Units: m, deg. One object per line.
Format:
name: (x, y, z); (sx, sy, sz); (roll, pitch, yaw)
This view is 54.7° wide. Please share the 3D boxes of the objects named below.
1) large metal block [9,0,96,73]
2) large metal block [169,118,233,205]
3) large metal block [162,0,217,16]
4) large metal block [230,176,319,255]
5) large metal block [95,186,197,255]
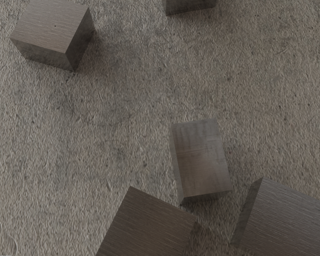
large metal block: (-0.150, -0.136, 0.443); (0.080, 0.050, 0.080); (17, 71, 6)
large metal block: (0.043, 0.043, 0.363); (0.050, 0.080, 0.080); (-8, 70, -3)
large metal block: (0.039, -0.229, 0.479); (0.081, 0.050, 0.080); (-12, 71, -5)
large metal block: (0.137, 0.112, 0.355); (0.080, 0.050, 0.080); (23, 72, 8)
large metal block: (-0.013, 0.122, 0.350); (0.080, 0.050, 0.080); (23, 72, 8)
